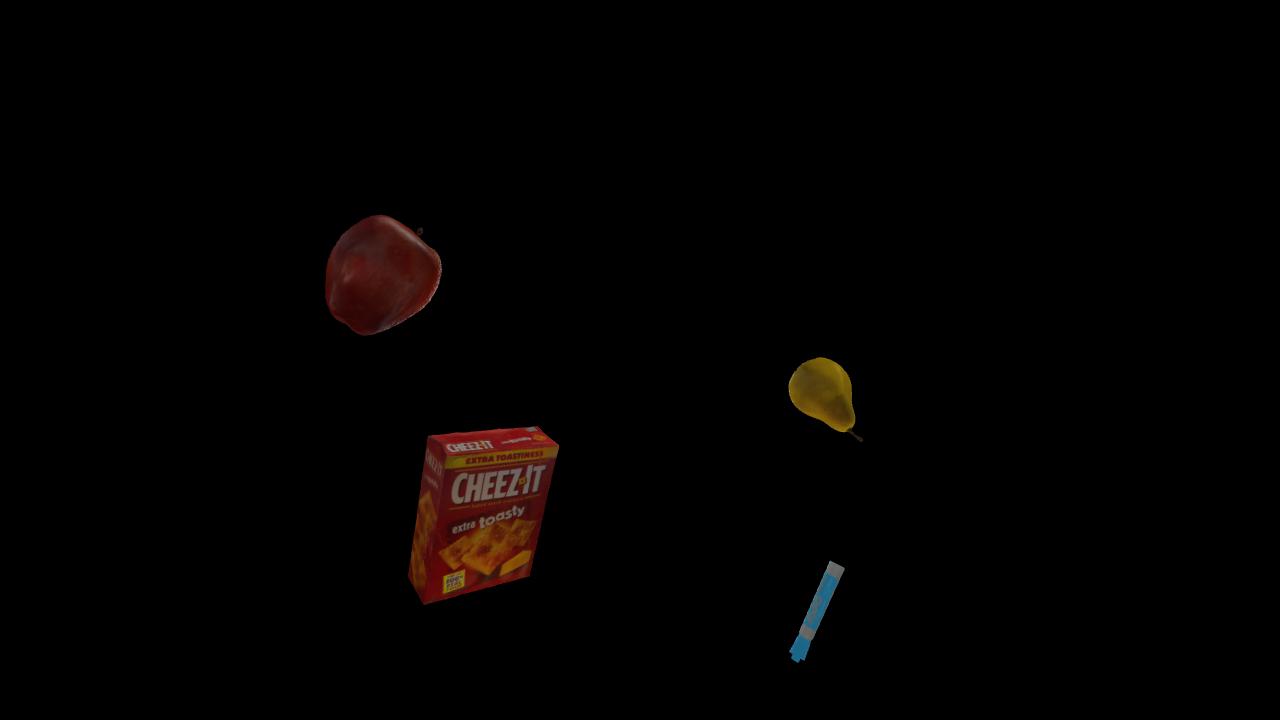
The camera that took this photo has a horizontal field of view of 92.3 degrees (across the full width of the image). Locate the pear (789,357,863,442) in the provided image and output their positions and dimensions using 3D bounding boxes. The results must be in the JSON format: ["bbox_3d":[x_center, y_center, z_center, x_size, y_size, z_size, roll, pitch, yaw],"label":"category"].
[{"bbox_3d":[0.229,0.053,0.747,0.080,0.111,0.080,-11,-39,-9],"label":"pear"}]

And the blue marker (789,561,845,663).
[{"bbox_3d":[0.207,0.296,0.722,0.020,0.121,0.020,27,-10,5],"label":"blue marker"}]

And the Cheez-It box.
[{"bbox_3d":[-0.215,0.207,0.846,0.166,0.223,0.071,0,21,-41],"label":"Cheez-It box"}]

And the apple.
[{"bbox_3d":[-0.197,-0.066,0.470,0.079,0.093,0.079,38,1,-1],"label":"apple"}]
